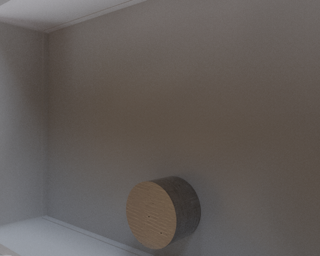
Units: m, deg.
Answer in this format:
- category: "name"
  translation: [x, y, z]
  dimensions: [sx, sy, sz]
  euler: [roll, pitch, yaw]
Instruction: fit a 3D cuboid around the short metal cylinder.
- category: "short metal cylinder"
  translation: [0.004, 0.104, 0.389]
  dimensions: [0.080, 0.050, 0.080]
  euler: [0, 90, 40]
